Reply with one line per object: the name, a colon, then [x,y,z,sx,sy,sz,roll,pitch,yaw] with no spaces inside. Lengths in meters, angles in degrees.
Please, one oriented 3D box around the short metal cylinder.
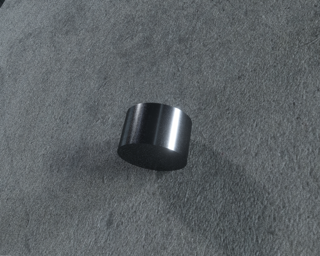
short metal cylinder: [-0.005,0.013,0.364,0.080,0.080,0.050,-4,60,26]
